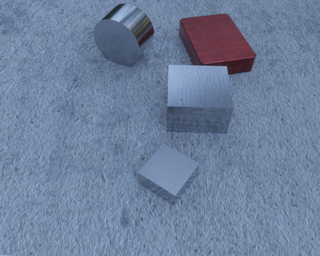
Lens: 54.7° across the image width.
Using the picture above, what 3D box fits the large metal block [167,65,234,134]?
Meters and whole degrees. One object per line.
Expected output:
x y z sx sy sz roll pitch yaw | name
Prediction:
0.051 -0.040 0.421 0.081 0.050 0.080 2 50 1 | large metal block

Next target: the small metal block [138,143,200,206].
0.010 0.053 0.359 0.050 0.025 0.050 29 55 21 | small metal block

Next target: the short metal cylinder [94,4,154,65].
-0.057 -0.147 0.491 0.080 0.080 0.050 19 53 15 | short metal cylinder

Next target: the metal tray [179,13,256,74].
0.092 -0.142 0.520 0.091 0.030 0.130 -9 51 -9 | metal tray
